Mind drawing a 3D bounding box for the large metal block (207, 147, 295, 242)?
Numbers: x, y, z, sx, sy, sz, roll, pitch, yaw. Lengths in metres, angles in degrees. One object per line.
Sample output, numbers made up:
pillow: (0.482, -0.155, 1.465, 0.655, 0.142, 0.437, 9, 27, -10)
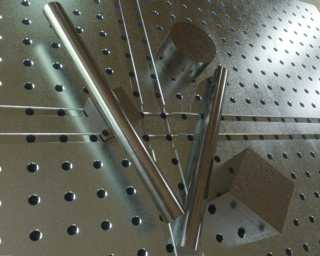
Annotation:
large metal block: (0.119, 0.086, 0.406, 0.080, 0.050, 0.080, 39, 51, -2)

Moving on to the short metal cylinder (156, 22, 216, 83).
short metal cylinder: (0.041, -0.119, 0.489, 0.081, 0.050, 0.080, 14, 56, -21)

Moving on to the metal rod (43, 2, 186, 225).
metal rod: (-0.060, -0.028, 0.361, 0.025, 0.025, 0.299, -22, 74, -36)

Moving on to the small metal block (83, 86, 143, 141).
small metal block: (-0.059, -0.019, 0.389, 0.050, 0.025, 0.050, -27, 77, -37)

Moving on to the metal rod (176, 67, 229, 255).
metal rod: (0.067, 0.021, 0.432, 0.025, 0.025, 0.300, 27, 52, -12)
